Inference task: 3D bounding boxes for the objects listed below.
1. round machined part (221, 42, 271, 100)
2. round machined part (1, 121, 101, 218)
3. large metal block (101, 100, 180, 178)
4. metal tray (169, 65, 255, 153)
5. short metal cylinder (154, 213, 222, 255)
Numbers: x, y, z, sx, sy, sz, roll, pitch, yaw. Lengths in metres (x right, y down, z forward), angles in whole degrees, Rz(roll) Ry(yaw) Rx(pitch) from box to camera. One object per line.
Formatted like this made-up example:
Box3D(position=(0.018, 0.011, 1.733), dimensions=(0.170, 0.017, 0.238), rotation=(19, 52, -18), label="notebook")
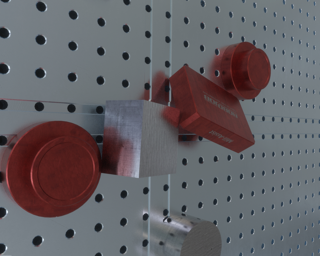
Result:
Box3D(position=(0.151, -0.097, 0.524), dimensions=(0.099, 0.042, 0.097), rotation=(0, 90, -40), label="round machined part")
Box3D(position=(-0.102, 0.041, 0.313), dimensions=(0.099, 0.042, 0.097), rotation=(0, 90, -40), label="round machined part")
Box3D(position=(-0.020, 0.013, 0.361), dimensions=(0.080, 0.050, 0.080), rotation=(8, 85, -59), label="large metal block")
Box3D(position=(0.075, -0.024, 0.439), dimensions=(0.131, 0.030, 0.090), rotation=(23, 43, -38), label="metal tray")
Box3D(position=(0.039, 0.163, 0.426), dimensions=(0.081, 0.050, 0.080), rotation=(0, 90, -40), label="short metal cylinder")
